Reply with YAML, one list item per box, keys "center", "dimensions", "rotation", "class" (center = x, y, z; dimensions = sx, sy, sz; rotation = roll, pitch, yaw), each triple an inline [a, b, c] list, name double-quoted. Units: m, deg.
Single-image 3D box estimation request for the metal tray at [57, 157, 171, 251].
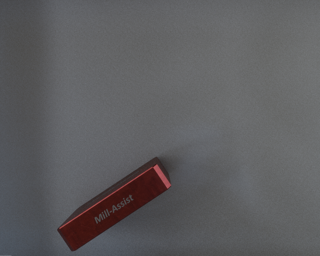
- center: [-0.050, 0.087, 0.378]
  dimensions: [0.130, 0.090, 0.030]
  rotation: [-33, 91, 0]
  class: "metal tray"
